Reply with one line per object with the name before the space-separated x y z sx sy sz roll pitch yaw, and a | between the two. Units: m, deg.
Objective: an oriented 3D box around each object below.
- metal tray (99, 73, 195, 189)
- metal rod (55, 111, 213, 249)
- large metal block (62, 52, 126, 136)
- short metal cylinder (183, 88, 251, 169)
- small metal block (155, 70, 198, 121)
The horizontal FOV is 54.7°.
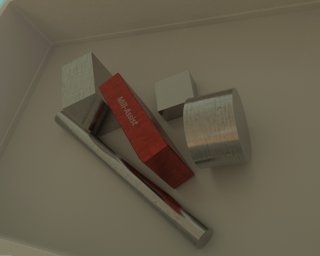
metal tray | -0.017 0.002 0.367 0.030 0.090 0.130 -37 51 3
metal rod | -0.055 0.048 0.402 0.300 0.025 0.025 32 80 37
large metal block | -0.094 -0.047 0.444 0.050 0.080 0.080 -24 53 14
short metal cylinder | 0.063 0.001 0.334 0.050 0.080 0.080 -11 57 23
small metal block | 0.023 -0.044 0.416 0.050 0.025 0.050 -18 55 17
